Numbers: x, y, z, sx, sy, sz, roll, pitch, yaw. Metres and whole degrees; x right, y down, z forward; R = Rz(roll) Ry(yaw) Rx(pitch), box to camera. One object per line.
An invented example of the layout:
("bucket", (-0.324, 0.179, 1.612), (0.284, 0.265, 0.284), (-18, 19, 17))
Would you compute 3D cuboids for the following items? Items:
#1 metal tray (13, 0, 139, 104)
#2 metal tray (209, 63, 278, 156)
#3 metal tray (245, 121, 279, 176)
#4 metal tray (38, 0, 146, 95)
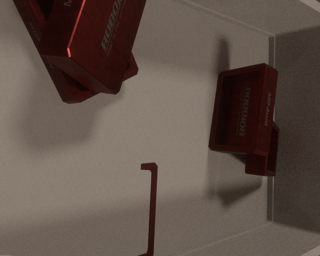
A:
("metal tray", (-0.086, -0.102, 0.331), (0.091, 0.030, 0.129), (-34, 112, -35))
("metal tray", (0.125, -0.026, 0.470), (0.030, 0.090, 0.129), (14, 81, -36))
("metal tray", (0.175, 0.035, 0.522), (0.130, 0.030, 0.090), (18, 78, -62))
("metal tray", (-0.054, -0.108, 0.292), (0.090, 0.030, 0.129), (41, 62, -66))
